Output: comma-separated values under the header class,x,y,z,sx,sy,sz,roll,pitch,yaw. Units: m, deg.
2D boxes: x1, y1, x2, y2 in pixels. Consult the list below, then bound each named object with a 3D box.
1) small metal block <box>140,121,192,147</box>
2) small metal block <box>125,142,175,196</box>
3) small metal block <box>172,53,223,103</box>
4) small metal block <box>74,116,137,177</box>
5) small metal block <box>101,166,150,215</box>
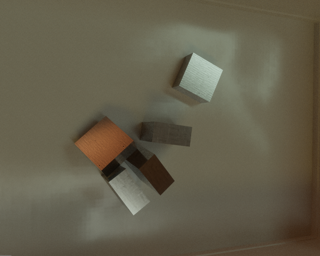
class,x,y,z,sx,sy,sz,roll,pitch,yaw
small metal block,0.007,0.008,0.401,0.050,0.050,0.025,8,88,-20
small metal block,-0.016,0.050,0.386,0.025,0.050,0.050,-44,122,-15
small metal block,0.052,-0.068,0.431,0.050,0.025,0.050,26,81,-19
small metal block,-0.065,0.022,0.374,0.050,0.025,0.050,40,74,22
small metal block,-0.044,0.074,0.382,0.025,0.050,0.050,-37,103,-16
